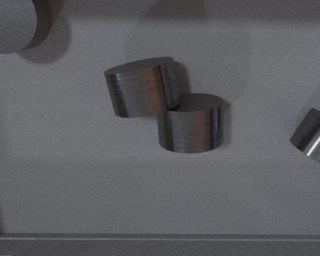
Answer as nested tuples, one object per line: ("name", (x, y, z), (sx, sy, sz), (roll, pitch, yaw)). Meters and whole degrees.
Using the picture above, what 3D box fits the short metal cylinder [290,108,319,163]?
("short metal cylinder", (0.215, 0.016, 0.391), (0.080, 0.080, 0.050), (24, 108, -9))

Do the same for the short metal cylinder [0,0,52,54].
("short metal cylinder", (-0.170, -0.127, 0.349), (0.081, 0.050, 0.079), (0, 110, -1))

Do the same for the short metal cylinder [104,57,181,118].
("short metal cylinder", (-0.020, -0.050, 0.364), (0.080, 0.080, 0.050), (-11, 110, 3))

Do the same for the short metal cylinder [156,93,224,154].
("short metal cylinder", (0.037, -0.008, 0.379), (0.081, 0.080, 0.050), (-4, 110, 1))
